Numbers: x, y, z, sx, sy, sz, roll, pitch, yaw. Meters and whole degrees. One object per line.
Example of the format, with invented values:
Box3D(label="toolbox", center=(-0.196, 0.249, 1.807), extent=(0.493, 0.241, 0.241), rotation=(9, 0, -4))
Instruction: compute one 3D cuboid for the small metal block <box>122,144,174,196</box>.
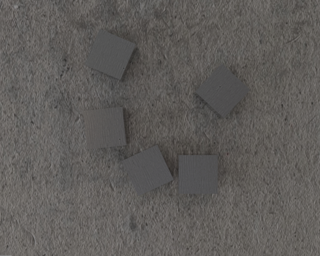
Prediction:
Box3D(label="small metal block", center=(-0.016, 0.054, 0.410), extent=(0.050, 0.025, 0.050), rotation=(-25, 90, 0))

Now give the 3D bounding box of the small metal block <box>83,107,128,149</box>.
Box3D(label="small metal block", center=(-0.071, 0.000, 0.409), extent=(0.050, 0.025, 0.050), rotation=(-6, 90, 0))

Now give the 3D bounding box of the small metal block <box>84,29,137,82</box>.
Box3D(label="small metal block", center=(-0.064, -0.095, 0.409), extent=(0.050, 0.025, 0.050), rotation=(23, 90, 0))

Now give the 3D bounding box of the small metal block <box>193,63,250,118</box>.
Box3D(label="small metal block", center=(0.081, -0.048, 0.410), extent=(0.050, 0.025, 0.050), rotation=(43, 90, 0))

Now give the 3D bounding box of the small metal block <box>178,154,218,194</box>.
Box3D(label="small metal block", center=(0.049, 0.060, 0.410), extent=(0.050, 0.025, 0.050), rotation=(0, 90, 0))
